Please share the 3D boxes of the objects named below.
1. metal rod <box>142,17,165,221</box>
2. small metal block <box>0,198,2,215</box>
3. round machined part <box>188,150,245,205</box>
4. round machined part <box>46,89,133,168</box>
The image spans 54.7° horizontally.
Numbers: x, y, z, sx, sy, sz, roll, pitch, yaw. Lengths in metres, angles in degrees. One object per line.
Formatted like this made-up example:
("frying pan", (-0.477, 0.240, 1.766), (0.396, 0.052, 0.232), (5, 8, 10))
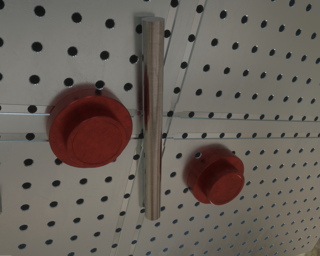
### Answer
("metal rod", (-0.009, 0.010, 0.411), (0.025, 0.025, 0.298), (-13, 124, -21))
("small metal block", (-0.219, 0.102, 0.355), (0.050, 0.025, 0.050), (27, 103, -38))
("round machined part", (0.098, 0.087, 0.508), (0.099, 0.042, 0.097), (-14, 124, -21))
("round machined part", (-0.078, 0.008, 0.362), (0.099, 0.042, 0.097), (-14, 124, -21))
